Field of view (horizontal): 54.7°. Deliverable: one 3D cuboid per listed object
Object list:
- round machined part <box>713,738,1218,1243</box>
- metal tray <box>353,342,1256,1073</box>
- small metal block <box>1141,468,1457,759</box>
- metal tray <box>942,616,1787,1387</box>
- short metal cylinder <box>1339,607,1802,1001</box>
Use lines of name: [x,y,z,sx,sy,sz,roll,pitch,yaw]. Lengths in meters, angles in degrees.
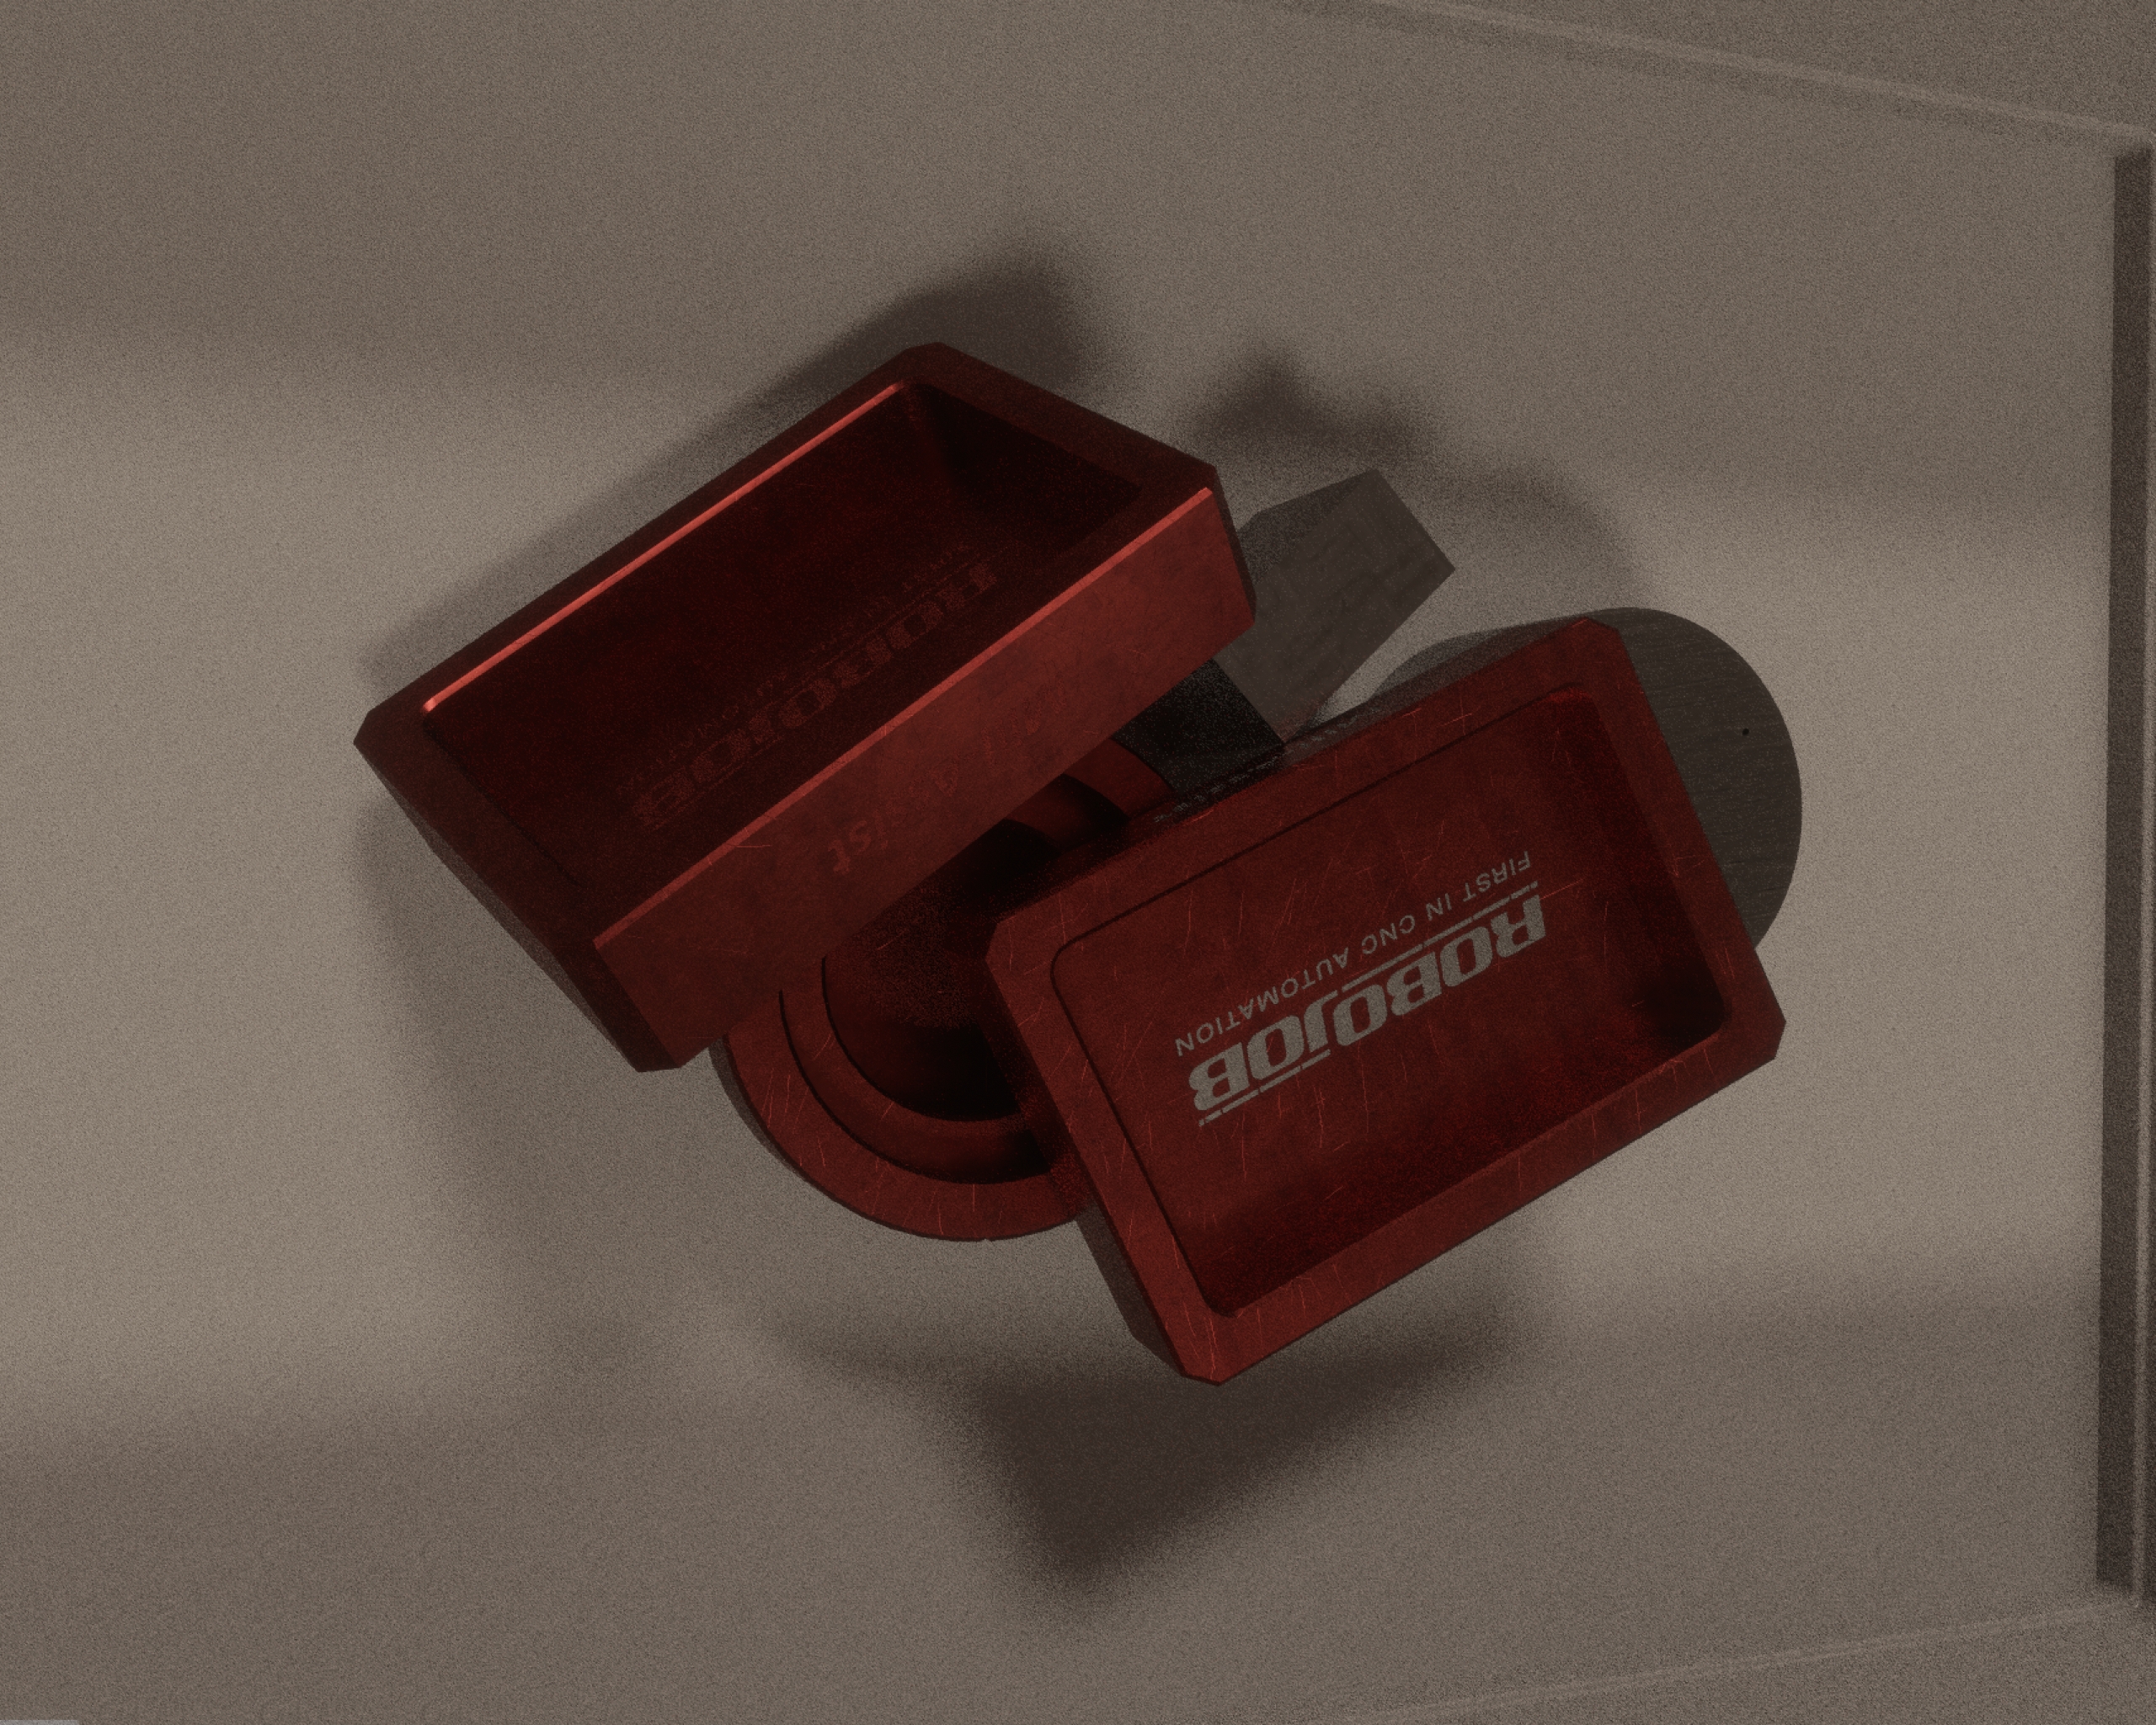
round machined part: [-0.023,0.019,0.394,0.099,0.042,0.097,0,90,-21]
metal tray: [-0.046,-0.033,0.356,0.131,0.090,0.030,-38,135,-17]
small metal block: [0.038,-0.048,0.410,0.050,0.050,0.025,-45,105,-16]
metal tray: [0.053,0.022,0.376,0.131,0.030,0.090,-27,99,-14]
short metal cylinder: [0.101,-0.011,0.434,0.081,0.050,0.079,0,90,-21]
